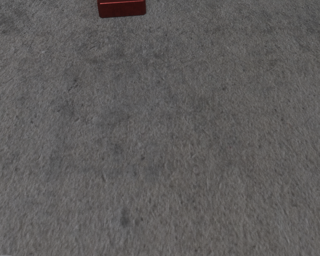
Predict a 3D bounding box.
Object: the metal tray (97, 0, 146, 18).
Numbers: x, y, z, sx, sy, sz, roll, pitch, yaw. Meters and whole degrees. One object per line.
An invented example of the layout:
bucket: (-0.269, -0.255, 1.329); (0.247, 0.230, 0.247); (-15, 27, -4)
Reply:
metal tray: (-0.081, -0.274, 0.628); (0.091, 0.030, 0.130); (-6, 50, -6)
